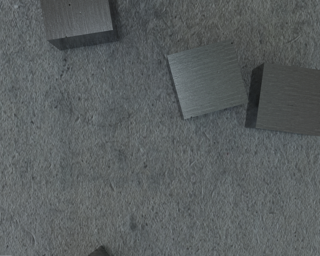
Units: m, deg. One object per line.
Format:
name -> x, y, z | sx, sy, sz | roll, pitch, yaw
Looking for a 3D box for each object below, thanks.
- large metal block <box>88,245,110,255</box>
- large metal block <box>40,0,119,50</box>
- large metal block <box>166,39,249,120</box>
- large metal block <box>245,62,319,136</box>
large metal block -> -0.087, 0.216, 0.397 | 0.080, 0.050, 0.080 | -37, 90, 0
large metal block -> -0.103, -0.151, 0.396 | 0.080, 0.050, 0.080 | -9, 90, 0
large metal block -> 0.058, -0.059, 0.398 | 0.080, 0.050, 0.080 | -15, 90, 0
large metal block -> 0.161, -0.035, 0.399 | 0.080, 0.050, 0.080 | 8, 90, 0
